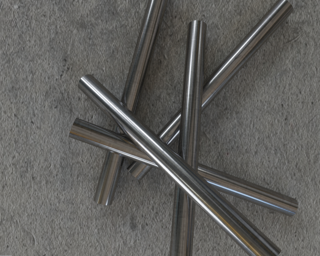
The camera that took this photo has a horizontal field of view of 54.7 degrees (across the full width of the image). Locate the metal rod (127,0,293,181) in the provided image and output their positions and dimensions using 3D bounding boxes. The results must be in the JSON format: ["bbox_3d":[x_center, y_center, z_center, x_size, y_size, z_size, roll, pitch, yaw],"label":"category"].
[{"bbox_3d":[0.066,-0.050,0.410,0.025,0.025,0.300,42,90,0],"label":"metal rod"}]

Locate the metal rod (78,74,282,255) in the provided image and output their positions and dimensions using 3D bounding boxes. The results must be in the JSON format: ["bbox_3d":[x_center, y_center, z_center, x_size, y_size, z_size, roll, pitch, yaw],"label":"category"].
[{"bbox_3d":[0.003,0.031,0.349,0.300,0.025,0.025,42,90,24],"label":"metal rod"}]

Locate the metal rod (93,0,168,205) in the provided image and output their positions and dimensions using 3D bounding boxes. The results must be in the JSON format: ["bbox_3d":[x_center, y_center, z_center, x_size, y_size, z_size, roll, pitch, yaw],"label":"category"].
[{"bbox_3d":[-0.036,-0.046,0.409,0.025,0.025,0.298,15,90,0],"label":"metal rod"}]

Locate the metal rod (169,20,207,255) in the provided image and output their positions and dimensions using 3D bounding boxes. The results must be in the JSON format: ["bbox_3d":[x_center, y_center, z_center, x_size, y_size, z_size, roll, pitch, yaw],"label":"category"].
[{"bbox_3d":[0.036,0.008,0.373,0.025,0.025,0.299,6,75,0],"label":"metal rod"}]

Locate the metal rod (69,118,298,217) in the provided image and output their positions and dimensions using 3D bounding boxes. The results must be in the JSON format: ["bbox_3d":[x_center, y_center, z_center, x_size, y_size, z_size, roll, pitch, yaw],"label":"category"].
[{"bbox_3d":[0.036,0.052,0.390,0.302,0.025,0.025,21,90,-8],"label":"metal rod"}]
